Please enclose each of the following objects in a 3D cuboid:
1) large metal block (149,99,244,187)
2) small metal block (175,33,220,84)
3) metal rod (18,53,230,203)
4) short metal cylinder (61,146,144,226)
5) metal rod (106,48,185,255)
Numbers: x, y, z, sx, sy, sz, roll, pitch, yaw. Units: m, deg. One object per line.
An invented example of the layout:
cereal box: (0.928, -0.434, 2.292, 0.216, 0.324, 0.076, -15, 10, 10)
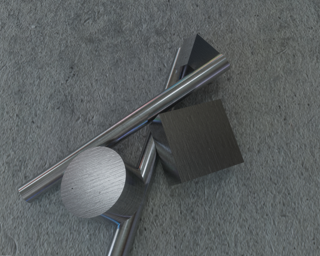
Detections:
large metal block: (0.042, 0.018, 0.374, 0.081, 0.050, 0.080, -15, 80, -19)
small metal block: (0.053, -0.093, 0.430, 0.050, 0.025, 0.050, 30, 67, -32)
metal rod: (-0.040, -0.003, 0.391, 0.301, 0.025, 0.025, -34, 74, -5)
short metal cylinder: (-0.065, 0.068, 0.357, 0.080, 0.050, 0.080, -9, 62, 18)
metal rod: (-0.009, 0.026, 0.399, 0.025, 0.025, 0.299, 16, 71, 6)
